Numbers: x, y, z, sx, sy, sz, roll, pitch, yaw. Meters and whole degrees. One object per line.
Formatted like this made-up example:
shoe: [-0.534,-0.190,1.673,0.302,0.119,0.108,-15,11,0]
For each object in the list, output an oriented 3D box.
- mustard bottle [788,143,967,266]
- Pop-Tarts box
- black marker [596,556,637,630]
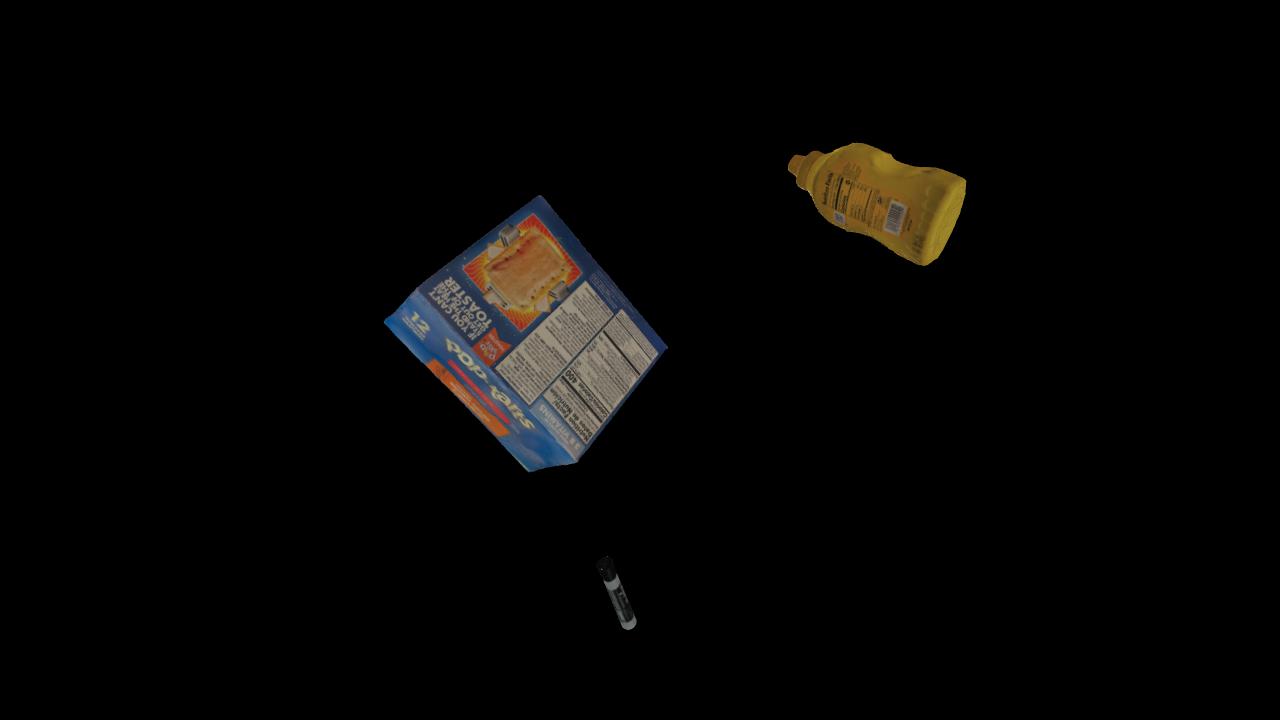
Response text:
mustard bottle: [0.229,-0.173,0.631,0.054,0.092,0.184,-36,52,-24]
Pop-Tarts box: [-0.086,-0.019,0.497,0.083,0.167,0.141,-25,21,50]
black marker: [-0.026,0.266,0.702,0.020,0.121,0.020,-11,34,7]
